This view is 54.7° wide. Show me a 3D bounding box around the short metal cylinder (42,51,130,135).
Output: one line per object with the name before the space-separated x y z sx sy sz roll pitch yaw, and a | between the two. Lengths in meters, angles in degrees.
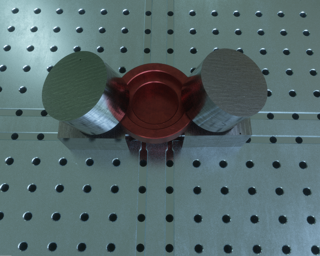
short metal cylinder | -0.081 -0.038 0.345 0.080 0.050 0.080 -7 70 20

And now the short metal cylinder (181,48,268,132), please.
short metal cylinder | 0.071 -0.041 0.347 0.081 0.050 0.080 7 68 -19

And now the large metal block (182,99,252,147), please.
large metal block | 0.069 -0.020 0.406 0.081 0.050 0.080 -1 70 -1

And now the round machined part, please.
round machined part | -0.006 -0.027 0.381 0.099 0.042 0.098 0 70 0

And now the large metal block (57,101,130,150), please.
large metal block | -0.081 -0.017 0.404 0.080 0.050 0.080 1 70 0
